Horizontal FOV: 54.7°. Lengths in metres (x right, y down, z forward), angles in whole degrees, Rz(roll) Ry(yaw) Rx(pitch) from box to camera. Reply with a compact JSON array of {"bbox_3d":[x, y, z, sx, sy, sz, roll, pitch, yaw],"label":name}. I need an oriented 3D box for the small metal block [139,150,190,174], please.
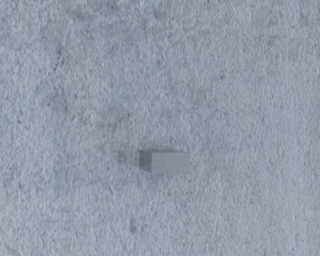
[{"bbox_3d":[0.005,0.042,0.399,0.050,0.050,0.025,1,90,-20],"label":"small metal block"}]
